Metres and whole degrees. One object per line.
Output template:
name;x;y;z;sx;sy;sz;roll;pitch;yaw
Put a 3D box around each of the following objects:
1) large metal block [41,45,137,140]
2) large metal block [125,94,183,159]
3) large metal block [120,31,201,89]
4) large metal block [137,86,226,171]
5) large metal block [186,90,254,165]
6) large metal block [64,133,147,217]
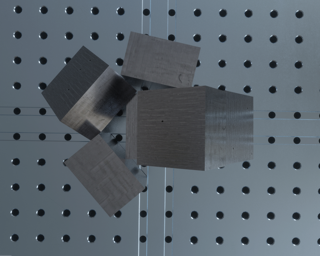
large metal block;-0.088;-0.044;0.379;0.080;0.080;0.050;-49;134;0
large metal block;-0.001;-0.002;0.401;0.080;0.050;0.080;1;90;0
large metal block;0.001;-0.075;0.386;0.080;0.080;0.050;13;90;0
large metal block;0.023;0.000;0.332;0.080;0.050;0.080;0;89;34
large metal block;0.075;0.000;0.378;0.050;0.080;0.080;0;89;38
large metal block;-0.062;0.053;0.384;0.050;0.080;0.080;-40;91;0
